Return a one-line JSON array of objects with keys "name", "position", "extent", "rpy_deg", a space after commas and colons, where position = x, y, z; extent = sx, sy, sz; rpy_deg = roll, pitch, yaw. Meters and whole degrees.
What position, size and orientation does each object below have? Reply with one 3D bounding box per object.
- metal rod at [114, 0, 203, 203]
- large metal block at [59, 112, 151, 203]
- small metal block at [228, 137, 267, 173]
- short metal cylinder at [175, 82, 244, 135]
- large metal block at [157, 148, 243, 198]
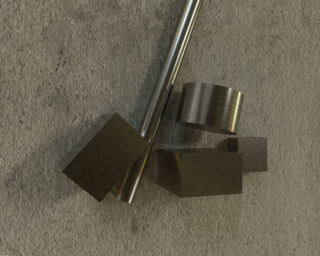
[{"name": "metal rod", "position": [0.003, -0.049, 0.410], "extent": [0.025, 0.025, 0.299], "rpy_deg": [22, 83, -19]}, {"name": "large metal block", "position": [-0.067, 0.030, 0.355], "extent": [0.050, 0.080, 0.080], "rpy_deg": [44, 76, -15]}, {"name": "small metal block", "position": [0.130, 0.039, 0.457], "extent": [0.050, 0.025, 0.050], "rpy_deg": [0, 90, -20]}, {"name": "short metal cylinder", "position": [0.064, -0.024, 0.404], "extent": [0.081, 0.080, 0.050], "rpy_deg": [14, 86, -20]}, {"name": "large metal block", "position": [0.048, 0.054, 0.398], "extent": [0.081, 0.080, 0.050], "rpy_deg": [1, 90, -20]}]
